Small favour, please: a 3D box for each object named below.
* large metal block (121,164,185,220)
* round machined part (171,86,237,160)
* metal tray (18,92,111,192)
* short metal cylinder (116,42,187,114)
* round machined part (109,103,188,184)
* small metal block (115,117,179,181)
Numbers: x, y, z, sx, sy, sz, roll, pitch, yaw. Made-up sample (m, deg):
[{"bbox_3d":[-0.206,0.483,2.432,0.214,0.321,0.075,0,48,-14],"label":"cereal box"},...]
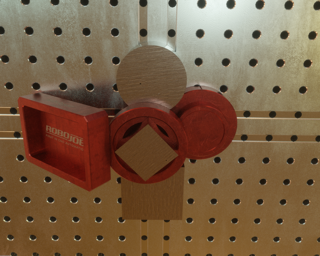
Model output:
[{"bbox_3d":[-0.010,0.077,0.425,0.081,0.050,0.079,1,110,-1],"label":"large metal block"},{"bbox_3d":[0.052,-0.002,0.402,0.099,0.042,0.097,0,110,0],"label":"round machined part"},{"bbox_3d":[-0.118,0.013,0.376,0.130,0.030,0.089,15,115,34],"label":"metal tray"},{"bbox_3d":[-0.010,-0.062,0.376,0.081,0.050,0.079,0,110,0],"label":"short metal cylinder"},{"bbox_3d":[-0.017,0.016,0.379,0.099,0.042,0.097,0,110,0],"label":"round machined part"},{"bbox_3d":[-0.015,0.024,0.356,0.050,0.025,0.050,-40,106,13],"label":"small metal block"}]
